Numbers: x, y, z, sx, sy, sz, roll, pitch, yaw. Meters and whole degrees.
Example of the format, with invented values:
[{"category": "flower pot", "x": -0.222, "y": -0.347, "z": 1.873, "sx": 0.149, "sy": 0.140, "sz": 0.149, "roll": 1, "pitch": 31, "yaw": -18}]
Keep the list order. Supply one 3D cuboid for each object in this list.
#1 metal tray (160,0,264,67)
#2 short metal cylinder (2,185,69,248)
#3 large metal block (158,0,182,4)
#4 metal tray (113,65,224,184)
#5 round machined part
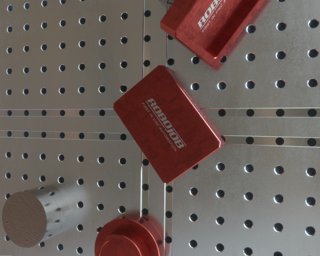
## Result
[{"category": "metal tray", "x": 0.070, "y": -0.144, "z": 0.350, "sx": 0.130, "sy": 0.090, "sz": 0.030, "roll": -54, "pitch": 51, "yaw": 12}, {"category": "short metal cylinder", "x": -0.186, "y": 0.130, "z": 0.465, "sx": 0.080, "sy": 0.050, "sz": 0.079, "roll": 0, "pitch": 90, "yaw": 20}, {"category": "large metal block", "x": 0.037, "y": -0.201, "z": 0.386, "sx": 0.080, "sy": 0.050, "sz": 0.080, "roll": 19, "pitch": 96, "yaw": 19}, {"category": "metal tray", "x": 0.009, "y": -0.005, "z": 0.407, "sx": 0.090, "sy": 0.030, "sz": 0.130, "roll": -38, "pitch": 78, "yaw": 16}, {"category": "round machined part", "x": -0.047, "y": 0.172, "z": 0.420, "sx": 0.098, "sy": 0.042, "sz": 0.097, "roll": 0, "pitch": 90, "yaw": 20}]
